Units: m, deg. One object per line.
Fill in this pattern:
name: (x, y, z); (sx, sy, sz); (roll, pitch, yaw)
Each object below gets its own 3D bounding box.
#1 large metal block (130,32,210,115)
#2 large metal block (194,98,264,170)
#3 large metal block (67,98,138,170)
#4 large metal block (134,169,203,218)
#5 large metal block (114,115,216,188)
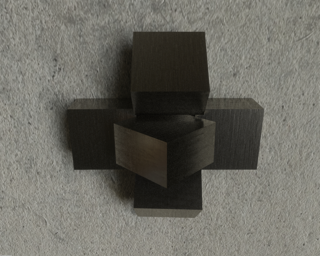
large metal block: (0.010, -0.062, 0.353); (0.081, 0.080, 0.050); (0, 154, 0)
large metal block: (0.081, 0.006, 0.398); (0.081, 0.050, 0.079); (0, 110, -1)
large metal block: (-0.068, 0.006, 0.399); (0.081, 0.050, 0.079); (-1, 110, -1)
large metal block: (0.010, 0.087, 0.407); (0.081, 0.080, 0.050); (1, 67, 0)
large metal block: (0.006, 0.017, 0.353); (0.080, 0.081, 0.050); (18, 117, 41)
